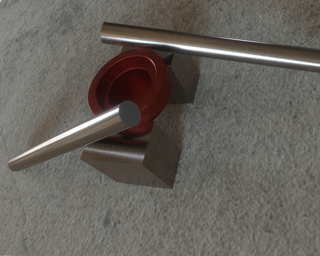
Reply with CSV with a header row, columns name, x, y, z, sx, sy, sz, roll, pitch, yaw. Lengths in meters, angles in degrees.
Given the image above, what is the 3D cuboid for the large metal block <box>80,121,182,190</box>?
name,x,y,z,sx,sy,sz,roll,pitch,yaw
large metal block,-0.030,0.032,0.365,0.080,0.080,0.050,1,63,28

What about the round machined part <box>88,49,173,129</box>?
name,x,y,z,sx,sy,sz,roll,pitch,yaw
round machined part,-0.030,-0.040,0.358,0.098,0.042,0.098,-13,56,20

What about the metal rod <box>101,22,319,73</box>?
name,x,y,z,sx,sy,sz,roll,pitch,yaw
metal rod,0.081,-0.088,0.347,0.302,0.025,0.025,10,65,8

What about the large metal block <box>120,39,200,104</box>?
name,x,y,z,sx,sy,sz,roll,pitch,yaw
large metal block,-0.001,-0.074,0.414,0.080,0.080,0.050,1,63,28

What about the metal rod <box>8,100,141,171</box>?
name,x,y,z,sx,sy,sz,roll,pitch,yaw
metal rod,-0.127,0.022,0.386,0.299,0.025,0.025,-19,51,45
